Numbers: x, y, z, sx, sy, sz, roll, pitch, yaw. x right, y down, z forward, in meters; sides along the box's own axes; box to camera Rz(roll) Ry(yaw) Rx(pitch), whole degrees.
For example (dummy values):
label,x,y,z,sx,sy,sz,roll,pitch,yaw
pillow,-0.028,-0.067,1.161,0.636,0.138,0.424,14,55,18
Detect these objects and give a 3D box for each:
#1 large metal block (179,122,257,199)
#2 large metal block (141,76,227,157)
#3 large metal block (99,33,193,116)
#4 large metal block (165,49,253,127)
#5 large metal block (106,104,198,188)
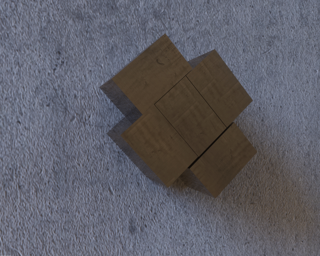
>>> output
label,x,y,z,sx,sy,sz,roll,pitch,yaw
large metal block,0.064,0.038,0.406,0.080,0.080,0.050,-44,104,-15
large metal block,0.023,-0.013,0.391,0.050,0.080,0.080,-44,104,-15
large metal block,-0.020,-0.060,0.375,0.080,0.080,0.050,-44,104,-15
large metal block,0.058,-0.047,0.404,0.050,0.080,0.080,-44,104,-15
large metal block,-0.013,0.020,0.378,0.050,0.080,0.080,-44,104,-15
